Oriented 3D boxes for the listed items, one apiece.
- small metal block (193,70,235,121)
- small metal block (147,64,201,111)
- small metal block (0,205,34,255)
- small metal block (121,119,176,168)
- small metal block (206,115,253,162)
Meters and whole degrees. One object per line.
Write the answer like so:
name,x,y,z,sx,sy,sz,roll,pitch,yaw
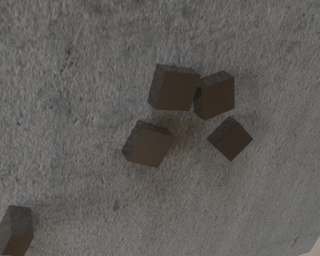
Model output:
small metal block,0.073,-0.044,0.421,0.050,0.025,0.050,-22,127,-16
small metal block,0.017,-0.050,0.387,0.050,0.025,0.050,1,118,-29
small metal block,-0.178,0.131,0.375,0.025,0.050,0.050,20,108,-36
small metal block,-0.015,0.022,0.414,0.050,0.025,0.050,18,109,-36
small metal block,0.109,0.017,0.479,0.050,0.025,0.050,-46,130,4
